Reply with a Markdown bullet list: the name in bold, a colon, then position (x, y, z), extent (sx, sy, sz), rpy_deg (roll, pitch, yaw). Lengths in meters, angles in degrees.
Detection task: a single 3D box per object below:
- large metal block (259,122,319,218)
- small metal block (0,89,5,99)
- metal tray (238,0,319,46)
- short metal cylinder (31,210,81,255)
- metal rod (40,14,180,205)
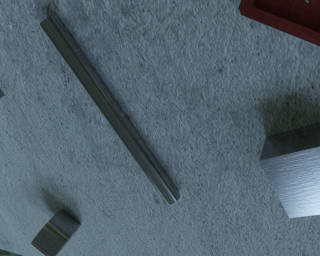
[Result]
- **large metal block**: position (0.165, 0.044, 0.331), extent (0.080, 0.050, 0.080), rpy_deg (-20, 108, 35)
- **small metal block**: position (-0.299, -0.062, 0.523), extent (0.050, 0.025, 0.050), rpy_deg (-22, 107, 36)
- **metal tray**: position (0.131, -0.141, 0.246), extent (0.090, 0.030, 0.129), rpy_deg (27, 128, 11)
- **short metal cylinder**: position (-0.201, 0.207, 0.602), extent (0.050, 0.080, 0.080), rpy_deg (38, 129, 2)
- **metal rod**: position (-0.061, -0.016, 0.427), extent (0.025, 0.025, 0.299), rpy_deg (-24, 106, 36)
